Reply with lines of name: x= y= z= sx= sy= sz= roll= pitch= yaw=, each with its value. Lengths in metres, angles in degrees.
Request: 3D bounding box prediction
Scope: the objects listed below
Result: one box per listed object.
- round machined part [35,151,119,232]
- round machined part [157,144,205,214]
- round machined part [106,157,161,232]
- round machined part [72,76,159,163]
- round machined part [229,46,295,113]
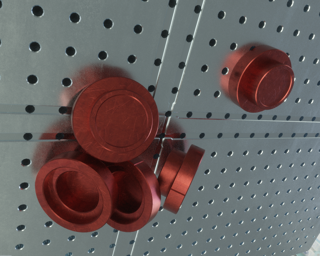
round machined part: x=-0.095 y=0.072 z=0.373 sx=0.098 sy=0.042 sz=0.097 roll=5 pitch=110 yaw=14
round machined part: x=0.024 y=0.066 z=0.434 sx=0.042 sy=0.098 sz=0.097 roll=25 pitch=111 yaw=8
round machined part: x=-0.040 y=0.080 z=0.402 sx=0.042 sy=0.098 sz=0.097 roll=-16 pitch=132 yaw=-58
round machined part: x=-0.047 y=-0.009 z=0.346 sx=0.099 sy=0.042 sz=0.097 roll=-2 pitch=95 yaw=-21
round machined part: x=0.152 y=-0.065 z=0.446 sx=0.099 sy=0.042 sz=0.097 roll=-14 pitch=125 yaw=-21
